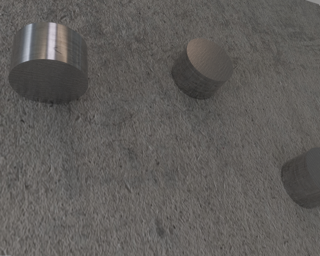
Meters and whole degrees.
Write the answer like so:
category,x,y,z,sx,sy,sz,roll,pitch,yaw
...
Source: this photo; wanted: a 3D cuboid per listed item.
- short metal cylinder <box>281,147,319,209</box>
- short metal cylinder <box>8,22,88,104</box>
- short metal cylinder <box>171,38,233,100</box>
category,x,y,z,sx,sy,sz,roll,pitch,yaw
short metal cylinder,0.232,0.076,0.466,0.081,0.050,0.080,14,56,-21
short metal cylinder,-0.122,-0.070,0.345,0.081,0.080,0.050,6,59,-25
short metal cylinder,0.065,-0.091,0.478,0.081,0.050,0.080,14,56,-21
